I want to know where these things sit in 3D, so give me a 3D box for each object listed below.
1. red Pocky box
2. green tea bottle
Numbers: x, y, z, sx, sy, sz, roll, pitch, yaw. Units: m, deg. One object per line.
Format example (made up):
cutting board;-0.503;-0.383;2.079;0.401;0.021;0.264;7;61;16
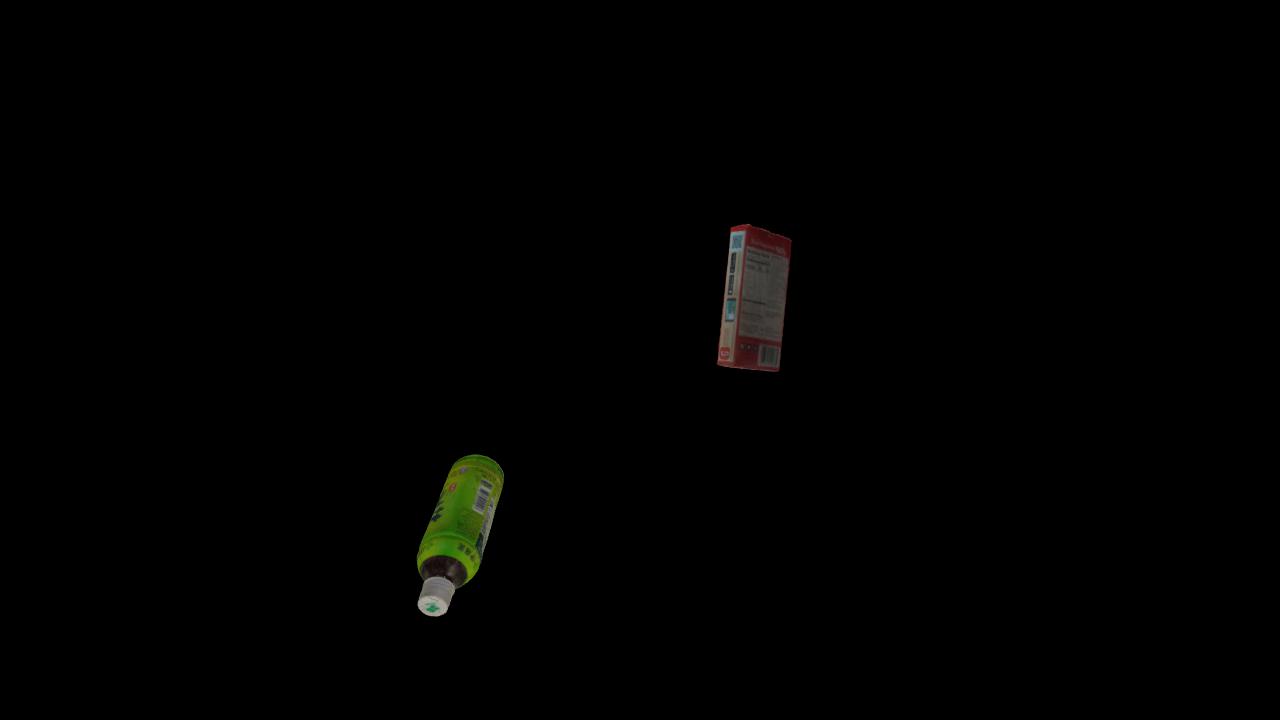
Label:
red Pocky box;0.129;-0.066;0.688;0.083;0.155;0.028;6;-1;-40
green tea bottle;-0.207;0.195;0.703;0.073;0.073;0.212;0;26;-2
